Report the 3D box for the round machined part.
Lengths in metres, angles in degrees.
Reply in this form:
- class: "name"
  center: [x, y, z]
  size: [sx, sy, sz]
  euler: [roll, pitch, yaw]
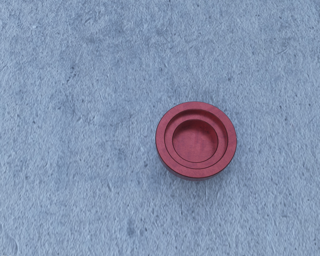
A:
- class: "round machined part"
  center: [0.044, 0.019, 0.392]
  size: [0.099, 0.042, 0.098]
  euler: [0, 70, 0]
